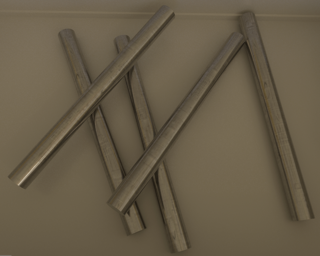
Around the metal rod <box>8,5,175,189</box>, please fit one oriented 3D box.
[{"bbox_3d":[-0.077,-0.051,0.399,0.025,0.025,0.300,34,73,11],"label":"metal rod"}]

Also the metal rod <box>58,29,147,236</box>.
[{"bbox_3d":[-0.083,-0.008,0.411,0.025,0.025,0.299,-21,71,-8],"label":"metal rod"}]

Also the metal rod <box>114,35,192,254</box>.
[{"bbox_3d":[-0.016,0.006,0.407,0.025,0.025,0.299,-15,71,-6],"label":"metal rod"}]

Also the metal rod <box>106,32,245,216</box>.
[{"bbox_3d":[0.033,-0.022,0.399,0.025,0.025,0.301,32,66,10],"label":"metal rod"}]

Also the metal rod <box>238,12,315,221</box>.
[{"bbox_3d":[0.153,-0.029,0.422,0.025,0.025,0.299,-7,70,-3],"label":"metal rod"}]
